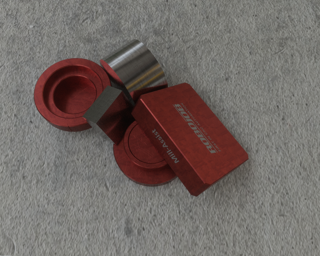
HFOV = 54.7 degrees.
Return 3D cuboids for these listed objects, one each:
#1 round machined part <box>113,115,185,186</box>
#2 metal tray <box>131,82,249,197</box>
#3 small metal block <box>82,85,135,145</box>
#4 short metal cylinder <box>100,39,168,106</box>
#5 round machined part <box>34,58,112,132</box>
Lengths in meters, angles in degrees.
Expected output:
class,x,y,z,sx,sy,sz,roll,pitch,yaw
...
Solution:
class,x,y,z,sx,sy,sz,roll,pitch,yaw
round machined part,-0.010,0.022,0.392,0.099,0.042,0.098,0,70,-1
metal tray,0.037,0.008,0.381,0.091,0.030,0.130,-22,68,-42
small metal block,-0.059,-0.015,0.382,0.025,0.050,0.050,23,69,34
short metal cylinder,-0.034,-0.068,0.405,0.050,0.080,0.080,-36,74,-12
round machined part,-0.111,-0.040,0.414,0.099,0.042,0.098,0,70,-1
